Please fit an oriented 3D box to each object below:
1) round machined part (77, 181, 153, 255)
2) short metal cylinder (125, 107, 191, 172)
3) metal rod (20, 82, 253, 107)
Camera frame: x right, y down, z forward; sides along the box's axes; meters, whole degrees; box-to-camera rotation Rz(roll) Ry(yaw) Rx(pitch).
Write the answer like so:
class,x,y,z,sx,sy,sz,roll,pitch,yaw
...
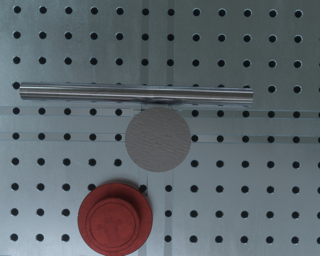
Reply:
class,x,y,z,sx,sy,sz,roll,pitch,yaw
round machined part,-0.059,0.120,0.404,0.099,0.042,0.097,0,90,0
short metal cylinder,-0.002,0.014,0.401,0.081,0.050,0.079,0,90,0
metal rod,-0.030,-0.045,0.412,0.302,0.025,0.025,2,90,0
